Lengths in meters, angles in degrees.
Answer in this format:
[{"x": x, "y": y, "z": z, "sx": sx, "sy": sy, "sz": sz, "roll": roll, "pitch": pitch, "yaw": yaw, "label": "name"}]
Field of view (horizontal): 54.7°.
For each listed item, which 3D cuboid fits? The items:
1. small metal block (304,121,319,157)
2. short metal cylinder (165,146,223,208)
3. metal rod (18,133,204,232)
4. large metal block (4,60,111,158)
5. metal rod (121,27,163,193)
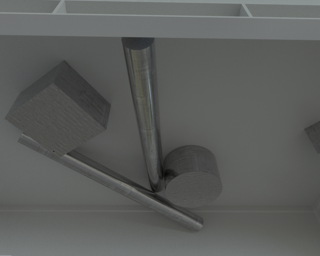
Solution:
[{"x": 0.226, "y": 0.026, "z": 0.418, "sx": 0.025, "sy": 0.050, "sz": 0.050, "roll": -33, "pitch": 123, "yaw": 25, "label": "small metal block"}, {"x": 0.046, "y": 0.072, "z": 0.453, "sx": 0.081, "sy": 0.050, "sz": 0.079, "roll": -2, "pitch": 130, "yaw": -2, "label": "short metal cylinder"}, {"x": -0.060, "y": 0.082, "z": 0.458, "sx": 0.301, "sy": 0.025, "sz": 0.025, "roll": 31, "pitch": 123, "yaw": -17, "label": "metal rod"}, {"x": -0.119, "y": -0.020, "z": 0.374, "sx": 0.080, "sy": 0.050, "sz": 0.080, "roll": -29, "pitch": 125, "yaw": 22, "label": "large metal block"}, {"x": -0.011, "y": 0.011, "z": 0.361, "sx": 0.025, "sy": 0.025, "sz": 0.299, "roll": -2, "pitch": 148, "yaw": 1, "label": "metal rod"}]
